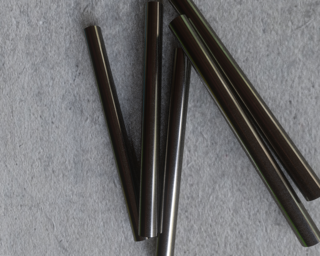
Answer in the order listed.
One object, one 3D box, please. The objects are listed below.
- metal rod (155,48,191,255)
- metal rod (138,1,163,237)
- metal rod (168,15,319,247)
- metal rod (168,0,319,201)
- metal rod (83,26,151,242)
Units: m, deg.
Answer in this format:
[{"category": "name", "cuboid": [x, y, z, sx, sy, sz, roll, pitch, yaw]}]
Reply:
[{"category": "metal rod", "cuboid": [0.016, 0.048, 0.402, 0.025, 0.025, 0.298, 6, 92, 19]}, {"category": "metal rod", "cuboid": [-0.012, -0.014, 0.402, 0.025, 0.025, 0.298, 0, 86, 19]}, {"category": "metal rod", "cuboid": [0.096, -0.002, 0.363, 0.025, 0.025, 0.299, -32, 84, 17]}, {"category": "metal rod", "cuboid": [0.098, -0.049, 0.374, 0.025, 0.025, 0.299, -35, 79, 16]}, {"category": "metal rod", "cuboid": [-0.060, 0.004, 0.428, 0.025, 0.025, 0.298, -16, 85, 19]}]
